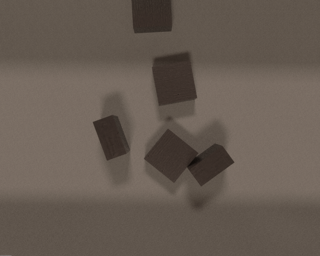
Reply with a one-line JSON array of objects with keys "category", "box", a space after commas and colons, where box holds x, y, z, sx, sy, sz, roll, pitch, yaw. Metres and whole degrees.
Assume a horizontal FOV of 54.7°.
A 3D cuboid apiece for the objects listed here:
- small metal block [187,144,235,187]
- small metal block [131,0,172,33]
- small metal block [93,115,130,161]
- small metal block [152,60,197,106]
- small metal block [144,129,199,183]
[{"category": "small metal block", "box": [0.063, 0.046, 0.400, 0.050, 0.050, 0.025, -36, 91, 0]}, {"category": "small metal block", "box": [-0.011, -0.156, 0.411, 0.050, 0.025, 0.050, -3, 90, -1]}, {"category": "small metal block", "box": [-0.061, 0.012, 0.398, 0.025, 0.050, 0.050, -20, 90, 0]}, {"category": "small metal block", "box": [0.019, -0.059, 0.412, 0.050, 0.025, 0.050, -10, 90, -1]}, {"category": "small metal block", "box": [0.014, 0.036, 0.412, 0.050, 0.025, 0.050, 39, 90, -1]}]
